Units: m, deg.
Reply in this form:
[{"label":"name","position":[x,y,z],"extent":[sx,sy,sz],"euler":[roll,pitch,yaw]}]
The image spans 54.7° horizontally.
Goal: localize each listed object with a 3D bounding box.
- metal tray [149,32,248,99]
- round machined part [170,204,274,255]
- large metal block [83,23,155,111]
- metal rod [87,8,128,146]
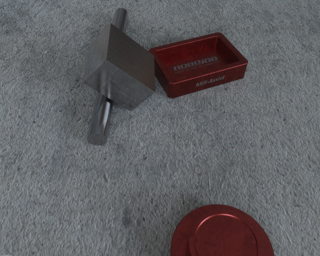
[{"label":"metal tray","position":[0.057,-0.101,0.485],"extent":[0.131,0.030,0.090],"euler":[-17,52,-14]},{"label":"round machined part","position":[0.059,0.117,0.294],"extent":[0.099,0.042,0.098],"euler":[0,50,0]},{"label":"large metal block","position":[-0.054,-0.083,0.430],"extent":[0.080,0.050,0.080],"euler":[31,40,-33]},{"label":"metal rod","position":[-0.076,-0.100,0.486],"extent":[0.025,0.025,0.300],"euler":[1,50,1]}]
